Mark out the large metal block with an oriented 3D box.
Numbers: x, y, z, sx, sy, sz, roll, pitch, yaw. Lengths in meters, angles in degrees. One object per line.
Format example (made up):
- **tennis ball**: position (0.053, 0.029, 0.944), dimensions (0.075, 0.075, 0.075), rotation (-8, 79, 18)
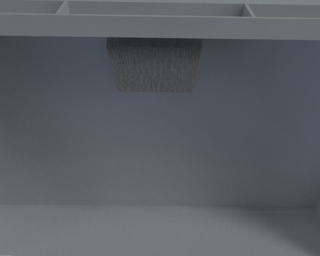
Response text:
- **large metal block**: position (-0.005, -0.076, 0.306), dimensions (0.080, 0.050, 0.080), rotation (1, 159, -1)
